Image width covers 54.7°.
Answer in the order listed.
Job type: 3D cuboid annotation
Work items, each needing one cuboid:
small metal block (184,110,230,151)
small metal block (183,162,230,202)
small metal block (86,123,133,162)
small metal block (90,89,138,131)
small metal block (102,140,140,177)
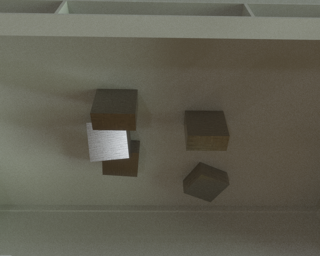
[{"bbox_3d":[0.058,0.003,0.395,0.050,0.050,0.025,1,130,-1],"label":"small metal block"},{"bbox_3d":[0.071,0.085,0.482,0.050,0.025,0.050,23,127,-18],"label":"small metal block"},{"bbox_3d":[-0.065,0.016,0.404,0.050,0.025,0.050,-6,89,5],"label":"small metal block"},{"bbox_3d":[-0.053,-0.023,0.373,0.050,0.050,0.025,1,130,-1],"label":"small metal block"},{"bbox_3d":[-0.056,0.043,0.445,0.050,0.025,0.050,4,130,-4],"label":"small metal block"}]
